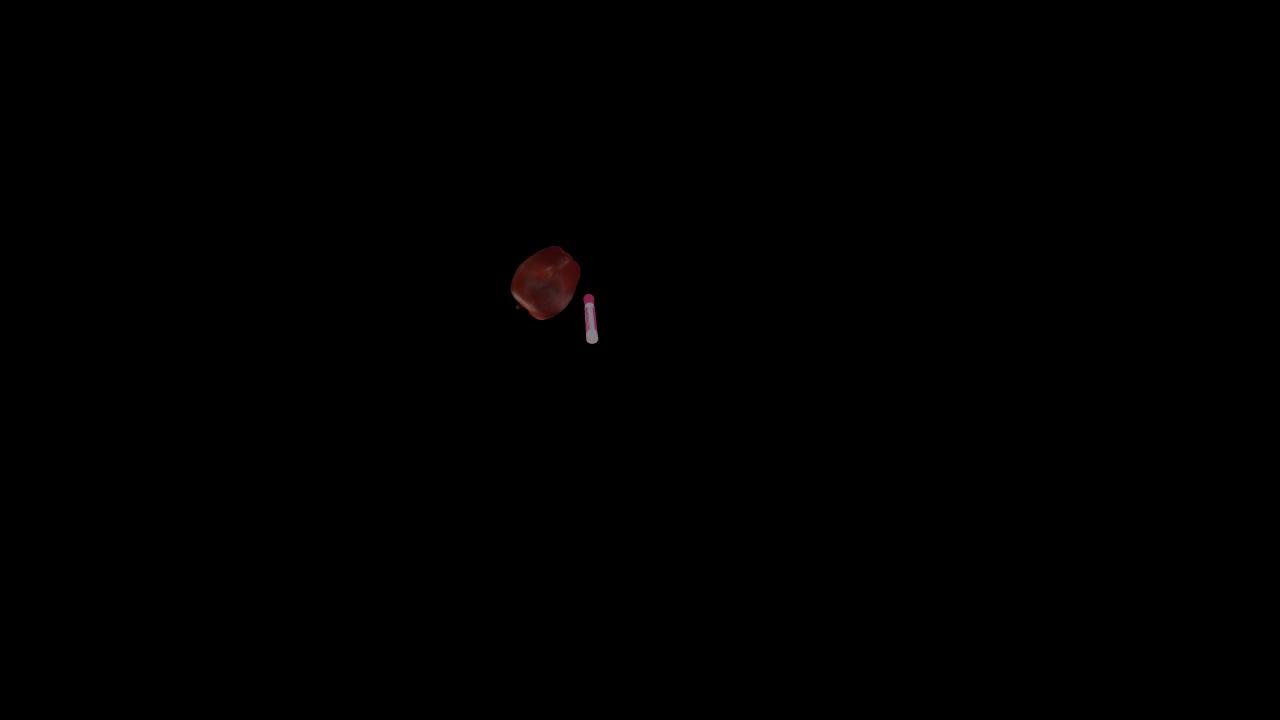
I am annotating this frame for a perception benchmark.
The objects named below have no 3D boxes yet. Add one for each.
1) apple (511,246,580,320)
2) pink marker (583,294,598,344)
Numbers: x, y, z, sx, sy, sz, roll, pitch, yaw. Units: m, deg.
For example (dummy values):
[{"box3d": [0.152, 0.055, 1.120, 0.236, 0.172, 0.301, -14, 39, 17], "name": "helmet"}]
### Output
[{"box3d": [-0.118, -0.095, 0.764, 0.079, 0.093, 0.079, 42, -9, 8], "name": "apple"}, {"box3d": [-0.081, -0.070, 1.004, 0.020, 0.020, 0.121, 0, 39, -8], "name": "pink marker"}]
